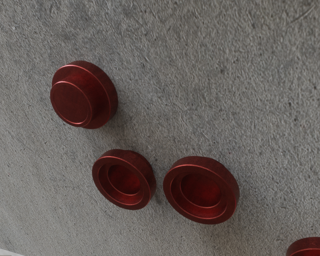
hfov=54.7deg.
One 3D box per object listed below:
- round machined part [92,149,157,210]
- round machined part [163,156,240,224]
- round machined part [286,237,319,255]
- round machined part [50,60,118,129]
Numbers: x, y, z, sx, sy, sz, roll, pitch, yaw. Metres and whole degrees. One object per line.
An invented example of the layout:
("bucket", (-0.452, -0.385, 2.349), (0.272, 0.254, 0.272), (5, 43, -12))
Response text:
("round machined part", (-0.049, 0.072, 0.467), (0.098, 0.042, 0.097), (13, 124, 21))
("round machined part", (0.057, 0.077, 0.414), (0.098, 0.042, 0.097), (13, 124, 21))
("round machined part", (0.215, 0.193, 0.402), (0.098, 0.042, 0.097), (13, 124, 21))
("round machined part", (-0.112, -0.040, 0.430), (0.098, 0.042, 0.097), (13, 124, 21))
